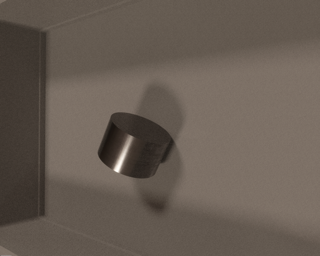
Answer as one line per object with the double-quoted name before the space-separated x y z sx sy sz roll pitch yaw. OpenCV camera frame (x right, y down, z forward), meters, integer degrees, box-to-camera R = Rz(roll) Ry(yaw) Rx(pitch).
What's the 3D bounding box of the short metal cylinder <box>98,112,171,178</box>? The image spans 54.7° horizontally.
"short metal cylinder" -0.033 0.020 0.396 0.080 0.081 0.050 36 112 34
